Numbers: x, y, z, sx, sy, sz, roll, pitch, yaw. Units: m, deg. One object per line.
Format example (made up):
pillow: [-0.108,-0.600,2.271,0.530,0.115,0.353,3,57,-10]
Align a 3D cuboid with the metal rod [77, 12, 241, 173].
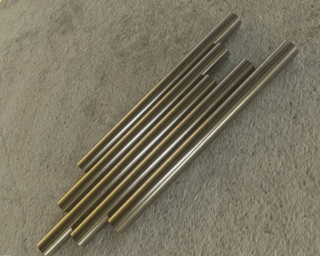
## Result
metal rod: [0.002,-0.050,0.434,0.300,0.025,0.025,-45,51,-4]

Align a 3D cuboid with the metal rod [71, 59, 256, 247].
metal rod: [0.007,0.028,0.383,0.300,0.025,0.025,-45,51,-4]

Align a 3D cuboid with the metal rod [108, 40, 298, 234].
metal rod: [0.054,0.008,0.371,0.300,0.025,0.025,-45,51,-4]

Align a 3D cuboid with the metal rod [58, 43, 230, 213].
metal rod: [-0.019,-0.002,0.415,0.300,0.025,0.025,-45,51,-4]

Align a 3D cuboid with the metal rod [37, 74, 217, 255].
metal rod: [-0.037,0.045,0.396,0.300,0.025,0.025,-45,51,-4]
